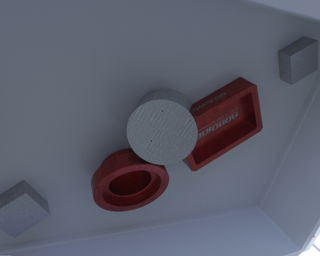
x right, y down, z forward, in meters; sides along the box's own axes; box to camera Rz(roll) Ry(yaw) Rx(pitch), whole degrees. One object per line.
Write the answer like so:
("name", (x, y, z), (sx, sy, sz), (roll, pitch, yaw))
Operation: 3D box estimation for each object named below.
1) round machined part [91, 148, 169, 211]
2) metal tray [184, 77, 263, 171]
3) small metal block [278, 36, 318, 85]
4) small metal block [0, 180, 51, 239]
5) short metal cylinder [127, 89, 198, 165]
("round machined part", (-0.041, 0.064, 0.406), (0.099, 0.042, 0.097), (-13, 137, -12))
("metal tray", (0.084, -0.004, 0.450), (0.131, 0.030, 0.090), (-30, 129, -9))
("small metal block", (0.206, -0.101, 0.462), (0.050, 0.025, 0.050), (-31, 129, -9))
("small metal block", (-0.172, 0.099, 0.377), (0.050, 0.025, 0.050), (-32, 129, -8))
("short metal cylinder", (0.005, -0.003, 0.372), (0.080, 0.050, 0.079), (2, 111, 5))
